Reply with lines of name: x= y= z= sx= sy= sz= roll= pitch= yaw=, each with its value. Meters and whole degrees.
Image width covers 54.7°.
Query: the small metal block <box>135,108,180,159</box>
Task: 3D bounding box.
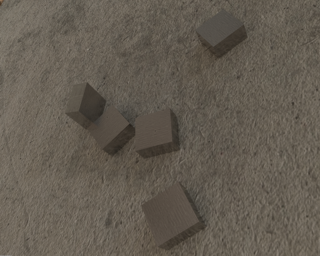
small metal block: x=-0.004 y=0.007 z=0.401 sx=0.050 sy=0.025 sz=0.050 roll=-16 pitch=55 yaw=19

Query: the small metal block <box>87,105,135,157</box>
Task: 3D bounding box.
small metal block: x=-0.067 y=0.003 z=0.437 sx=0.050 sy=0.025 sz=0.050 roll=-44 pitch=51 yaw=-2

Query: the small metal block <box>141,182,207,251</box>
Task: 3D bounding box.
small metal block: x=0.014 y=0.096 z=0.338 sx=0.050 sy=0.025 sz=0.050 roll=-33 pitch=51 yaw=6

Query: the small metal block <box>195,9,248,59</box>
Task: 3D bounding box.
small metal block: x=0.087 y=-0.134 z=0.441 sx=0.050 sy=0.025 sz=0.050 roll=-36 pitch=51 yaw=4

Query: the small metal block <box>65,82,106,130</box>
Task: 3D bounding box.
small metal block: x=-0.111 y=-0.032 z=0.466 sx=0.025 sy=0.050 sz=0.050 roll=-6 pitch=59 yaw=25
